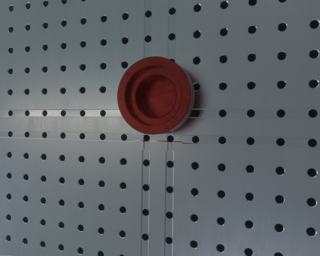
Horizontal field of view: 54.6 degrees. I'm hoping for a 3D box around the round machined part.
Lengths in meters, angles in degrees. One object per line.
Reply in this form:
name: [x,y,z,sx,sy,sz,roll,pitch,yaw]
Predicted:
round machined part: [-0.002,-0.041,0.405,0.098,0.042,0.097,0,90,20]
